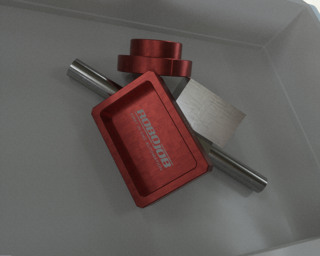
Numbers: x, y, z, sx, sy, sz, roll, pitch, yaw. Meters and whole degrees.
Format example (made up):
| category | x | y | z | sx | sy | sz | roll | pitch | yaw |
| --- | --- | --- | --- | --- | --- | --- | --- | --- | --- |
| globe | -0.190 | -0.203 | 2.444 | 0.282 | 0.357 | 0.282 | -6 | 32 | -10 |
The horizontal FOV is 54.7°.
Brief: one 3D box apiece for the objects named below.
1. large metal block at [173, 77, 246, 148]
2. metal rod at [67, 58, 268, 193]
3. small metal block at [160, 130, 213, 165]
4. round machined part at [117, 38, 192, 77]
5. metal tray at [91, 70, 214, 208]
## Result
| category | x | y | z | sx | sy | sz | roll | pitch | yaw |
| --- | --- | --- | --- | --- | --- | --- | --- | --- | --- |
| large metal block | 0.055 | -0.024 | 0.409 | 0.080 | 0.050 | 0.080 | 32 | 9 | -8 |
| metal rod | 0.015 | 0.001 | 0.413 | 0.301 | 0.025 | 0.025 | 32 | 51 | -8 |
| small metal block | 0.030 | 0.024 | 0.390 | 0.050 | 0.050 | 0.025 | 33 | 51 | -7 |
| round machined part | -0.006 | -0.093 | 0.410 | 0.099 | 0.098 | 0.042 | -2 | 103 | -30 |
| metal tray | -0.011 | 0.012 | 0.352 | 0.130 | 0.090 | 0.030 | 61 | 13 | 15 |
